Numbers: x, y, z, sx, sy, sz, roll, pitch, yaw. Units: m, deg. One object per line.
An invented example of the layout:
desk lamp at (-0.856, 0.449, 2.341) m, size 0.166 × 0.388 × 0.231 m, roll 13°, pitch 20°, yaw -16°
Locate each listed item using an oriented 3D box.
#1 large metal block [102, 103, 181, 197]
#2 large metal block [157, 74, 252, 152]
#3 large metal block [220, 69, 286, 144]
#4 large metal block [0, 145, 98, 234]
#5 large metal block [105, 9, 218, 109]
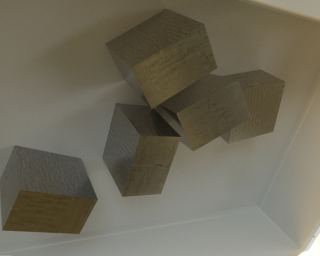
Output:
large metal block at (-0.026, 0.024, 0.375) m, size 0.050 × 0.080 × 0.079 m, roll 3°, pitch 117°, yaw -30°
large metal block at (0.049, -0.024, 0.380) m, size 0.080 × 0.080 × 0.050 m, roll -29°, pitch 112°, yaw -10°
large metal block at (0.122, -0.032, 0.441) m, size 0.081 × 0.050 × 0.079 m, roll -13°, pitch 124°, yaw -22°
large metal block at (-0.127, 0.069, 0.347) m, size 0.081 × 0.080 × 0.050 m, roll 17°, pitch 109°, yaw -36°
large metal block at (-0.001, -0.076, 0.327) m, size 0.080 × 0.080 × 0.050 m, roll -33°, pitch 129°, yaw -7°
